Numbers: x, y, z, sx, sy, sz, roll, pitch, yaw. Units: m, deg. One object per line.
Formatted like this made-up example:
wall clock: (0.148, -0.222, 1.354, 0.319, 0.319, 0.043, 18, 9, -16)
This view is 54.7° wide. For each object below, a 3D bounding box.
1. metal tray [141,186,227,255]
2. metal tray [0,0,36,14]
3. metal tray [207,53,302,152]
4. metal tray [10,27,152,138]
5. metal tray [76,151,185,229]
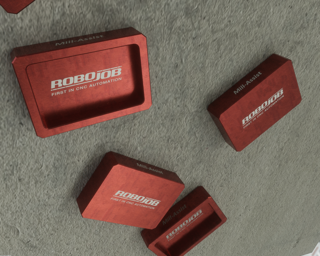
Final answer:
metal tray: (0.044, 0.169, 0.531, 0.130, 0.030, 0.090, -38, 129, -3)
metal tray: (-0.100, -0.167, 0.245, 0.130, 0.030, 0.090, -39, 129, -2)
metal tray: (0.143, -0.035, 0.460, 0.130, 0.030, 0.090, -39, 129, -2)
metal tray: (-0.077, -0.050, 0.330, 0.131, 0.030, 0.089, -17, 125, -19)
metal tray: (-0.038, 0.093, 0.440, 0.131, 0.030, 0.090, 24, 105, -37)
